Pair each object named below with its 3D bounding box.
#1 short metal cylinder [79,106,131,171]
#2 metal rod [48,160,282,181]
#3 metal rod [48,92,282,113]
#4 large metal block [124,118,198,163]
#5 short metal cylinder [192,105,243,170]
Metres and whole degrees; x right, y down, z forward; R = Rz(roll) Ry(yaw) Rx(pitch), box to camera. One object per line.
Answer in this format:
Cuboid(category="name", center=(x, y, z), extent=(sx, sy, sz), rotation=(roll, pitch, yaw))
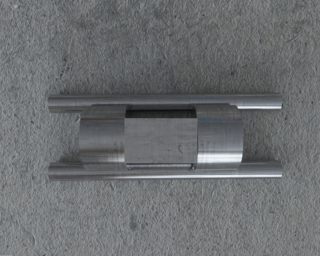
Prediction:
Cuboid(category="short metal cylinder", center=(-0.064, 0.012, 0.383), extent=(0.050, 0.080, 0.079), rotation=(-1, 90, 0))
Cuboid(category="metal rod", center=(0.007, 0.056, 0.411), extent=(0.302, 0.025, 0.025), rotation=(-1, 90, 0))
Cuboid(category="metal rod", center=(0.007, -0.033, 0.411), extent=(0.302, 0.025, 0.025), rotation=(-1, 90, 0))
Cuboid(category="large metal block", center=(0.001, 0.014, 0.381), extent=(0.081, 0.080, 0.050), rotation=(0, 90, 0))
Cuboid(category="short metal cylinder", center=(0.067, 0.012, 0.384), extent=(0.050, 0.080, 0.079), rotation=(-1, 90, 0))
